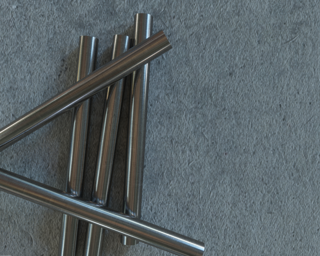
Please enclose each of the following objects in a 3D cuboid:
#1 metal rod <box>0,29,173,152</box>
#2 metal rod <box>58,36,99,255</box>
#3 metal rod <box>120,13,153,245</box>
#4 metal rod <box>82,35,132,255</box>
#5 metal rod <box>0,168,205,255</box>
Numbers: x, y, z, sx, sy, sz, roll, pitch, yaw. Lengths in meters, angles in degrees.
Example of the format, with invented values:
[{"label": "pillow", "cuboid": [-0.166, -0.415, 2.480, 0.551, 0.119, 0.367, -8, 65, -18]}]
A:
[{"label": "metal rod", "cuboid": [-0.121, -0.032, 0.385, 0.301, 0.025, 0.025, -29, 91, 8]}, {"label": "metal rod", "cuboid": [-0.108, 0.030, 0.408, 0.025, 0.025, 0.298, 6, 90, -1]}, {"label": "metal rod", "cuboid": [-0.031, 0.002, 0.409, 0.025, 0.025, 0.298, 4, 90, -1]}, {"label": "metal rod", "cuboid": [-0.070, 0.028, 0.409, 0.025, 0.025, 0.298, 8, 90, -1]}, {"label": "metal rod", "cuboid": [-0.091, 0.102, 0.382, 0.301, 0.025, 0.025, 20, 90, -1]}]
